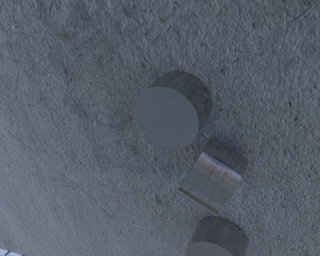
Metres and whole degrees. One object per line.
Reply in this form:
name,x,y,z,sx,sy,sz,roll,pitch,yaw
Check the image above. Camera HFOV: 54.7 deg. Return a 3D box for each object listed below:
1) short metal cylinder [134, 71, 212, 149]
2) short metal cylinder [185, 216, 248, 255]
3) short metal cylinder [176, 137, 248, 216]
short metal cylinder,0.016,-0.022,0.369,0.080,0.050,0.079,13,124,21
short metal cylinder,0.084,0.178,0.456,0.080,0.050,0.079,13,124,21
short metal cylinder,0.062,0.057,0.374,0.050,0.080,0.079,32,129,7
